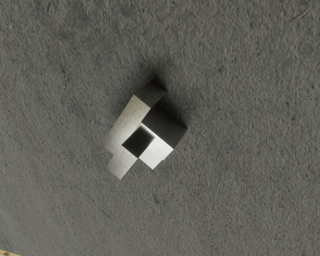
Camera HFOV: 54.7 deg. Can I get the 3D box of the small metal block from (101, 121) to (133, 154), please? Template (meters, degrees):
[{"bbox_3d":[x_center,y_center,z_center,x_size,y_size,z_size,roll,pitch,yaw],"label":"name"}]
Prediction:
[{"bbox_3d":[-0.046,0.003,0.416,0.025,0.050,0.050,40,129,1],"label":"small metal block"}]

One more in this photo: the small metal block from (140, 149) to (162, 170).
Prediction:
[{"bbox_3d":[-0.011,0.021,0.426,0.050,0.025,0.050,40,129,0],"label":"small metal block"}]

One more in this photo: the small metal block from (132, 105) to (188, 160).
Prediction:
[{"bbox_3d":[0.001,0.005,0.393,0.050,0.050,0.025,40,129,0],"label":"small metal block"}]

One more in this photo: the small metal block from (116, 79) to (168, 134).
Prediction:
[{"bbox_3d":[-0.022,-0.027,0.385,0.025,0.050,0.050,40,129,1],"label":"small metal block"}]

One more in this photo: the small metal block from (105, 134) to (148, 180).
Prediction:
[{"bbox_3d":[-0.037,0.031,0.397,0.025,0.050,0.050,40,129,1],"label":"small metal block"}]
